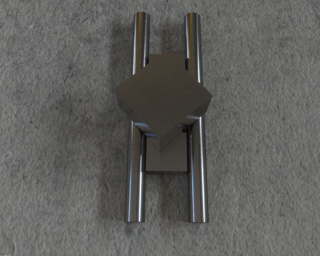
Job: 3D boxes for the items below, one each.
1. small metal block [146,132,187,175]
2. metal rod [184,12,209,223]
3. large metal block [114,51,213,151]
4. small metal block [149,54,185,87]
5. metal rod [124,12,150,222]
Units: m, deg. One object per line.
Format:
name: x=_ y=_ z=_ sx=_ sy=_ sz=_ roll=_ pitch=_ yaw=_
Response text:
small metal block: x=0.008 y=0.033 z=0.396 sx=0.050 sy=0.025 sz=0.050 roll=1 pitch=70 yaw=0
metal rod: x=0.047 y=-0.028 z=0.420 sx=0.025 sy=0.025 sz=0.299 roll=1 pitch=70 yaw=0
large metal block: x=0.004 y=-0.033 z=0.379 sx=0.080 sy=0.050 sz=0.080 roll=-39 pitch=75 yaw=-13
small metal block: x=0.009 y=-0.076 z=0.436 sx=0.050 sy=0.025 sz=0.050 roll=1 pitch=70 yaw=0
metal rod: x=-0.029 y=-0.028 z=0.420 sx=0.025 sy=0.025 sz=0.299 roll=1 pitch=70 yaw=0
